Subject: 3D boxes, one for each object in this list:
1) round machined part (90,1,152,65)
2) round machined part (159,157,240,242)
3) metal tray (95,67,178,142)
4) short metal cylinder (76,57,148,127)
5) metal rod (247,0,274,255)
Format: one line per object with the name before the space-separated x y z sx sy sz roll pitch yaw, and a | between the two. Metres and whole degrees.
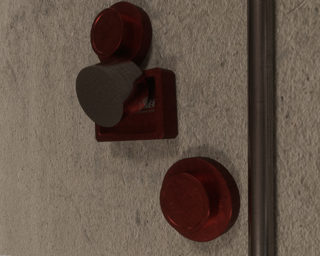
round machined part | -0.062 -0.132 0.443 0.098 0.042 0.097 0 90 39
round machined part | 0.039 0.083 0.361 0.098 0.042 0.097 0 90 39
metal tray | -0.038 -0.027 0.430 0.130 0.030 0.089 -4 87 39
short metal cylinder | -0.062 -0.047 0.403 0.080 0.050 0.079 18 124 30
metal rod | 0.103 0.009 0.318 0.025 0.025 0.298 0 90 39
